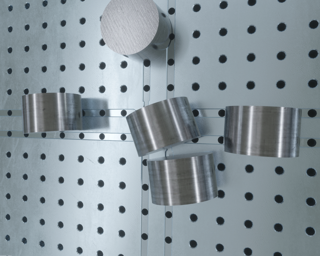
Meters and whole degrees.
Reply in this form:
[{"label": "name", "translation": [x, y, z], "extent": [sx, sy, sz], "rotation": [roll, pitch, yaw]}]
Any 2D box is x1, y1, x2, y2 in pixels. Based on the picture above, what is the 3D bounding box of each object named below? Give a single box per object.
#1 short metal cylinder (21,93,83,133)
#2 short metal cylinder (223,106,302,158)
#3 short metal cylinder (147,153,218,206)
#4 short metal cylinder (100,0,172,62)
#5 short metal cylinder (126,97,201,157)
[{"label": "short metal cylinder", "translation": [-0.151, -0.019, 0.437], "extent": [0.080, 0.080, 0.050], "rotation": [-4, 89, 20]}, {"label": "short metal cylinder", "translation": [0.112, 0.003, 0.344], "extent": [0.080, 0.080, 0.050], "rotation": [3, 91, 20]}, {"label": "short metal cylinder", "translation": [0.027, 0.059, 0.374], "extent": [0.080, 0.080, 0.050], "rotation": [-8, 88, 20]}, {"label": "short metal cylinder", "translation": [-0.030, -0.131, 0.410], "extent": [0.080, 0.050, 0.079], "rotation": [0, 90, 20]}, {"label": "short metal cylinder", "translation": [0.004, -0.001, 0.382], "extent": [0.080, 0.080, 0.050], "rotation": [-21, 83, 19]}]
